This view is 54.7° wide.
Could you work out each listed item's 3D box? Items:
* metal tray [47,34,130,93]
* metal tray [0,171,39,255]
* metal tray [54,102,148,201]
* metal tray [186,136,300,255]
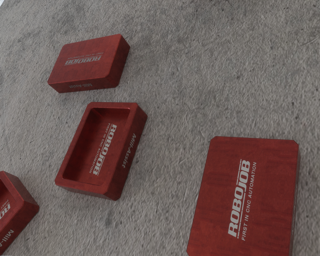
[{"bbox_3d":[-0.123,-0.109,0.532,0.130,0.030,0.090,-2,61,27],"label":"metal tray"},{"bbox_3d":[-0.245,0.138,0.444,0.090,0.030,0.130,33,80,38],"label":"metal tray"},{"bbox_3d":[-0.079,0.027,0.425,0.090,0.030,0.130,4,63,29],"label":"metal tray"},{"bbox_3d":[0.086,0.074,0.310,0.090,0.030,0.130,2,63,29],"label":"metal tray"}]
